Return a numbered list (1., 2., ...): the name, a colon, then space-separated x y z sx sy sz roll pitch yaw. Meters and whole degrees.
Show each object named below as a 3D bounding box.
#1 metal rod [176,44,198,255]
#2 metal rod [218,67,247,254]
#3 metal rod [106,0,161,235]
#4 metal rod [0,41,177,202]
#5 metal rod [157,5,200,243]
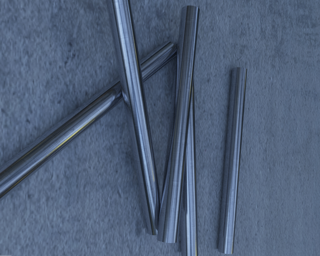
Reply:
1. metal rod: 0.038 0.032 0.439 0.025 0.025 0.298 -3 92 -40
2. metal rod: 0.119 0.050 0.507 0.025 0.025 0.298 9 84 -40
3. metal rod: -0.025 -0.009 0.357 0.025 0.025 0.298 -23 113 -38
4. metal rod: -0.079 -0.015 0.340 0.301 0.025 0.025 -45 117 -31
5. metal rod: 0.025 -0.011 0.395 0.025 0.025 0.298 13 80 -40
